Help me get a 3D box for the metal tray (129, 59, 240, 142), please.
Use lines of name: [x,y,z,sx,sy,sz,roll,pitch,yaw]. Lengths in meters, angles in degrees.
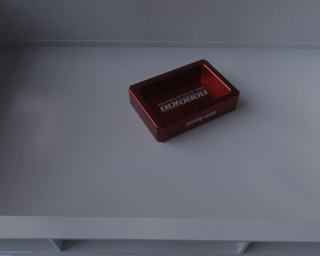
metal tray: [0.033,-0.043,0.437,0.131,0.030,0.090,-23,54,-19]
